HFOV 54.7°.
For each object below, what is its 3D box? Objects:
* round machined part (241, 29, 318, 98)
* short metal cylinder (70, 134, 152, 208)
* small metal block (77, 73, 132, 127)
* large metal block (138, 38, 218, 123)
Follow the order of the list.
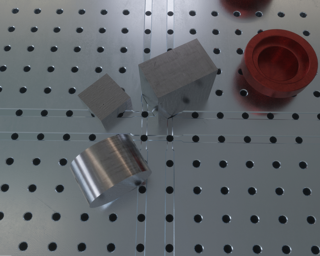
[{"bbox_3d":[0.163,-0.086,0.435,0.099,0.042,0.098,0,70,0],"label":"round machined part"},{"bbox_3d":[-0.057,0.051,0.363,0.080,0.080,0.050,-29,73,-10],"label":"short metal cylinder"},{"bbox_3d":[-0.075,-0.038,0.425,0.050,0.025,0.050,-41,75,-14],"label":"small metal block"},{"bbox_3d":[0.022,-0.059,0.404,0.080,0.080,0.050,-26,72,-9],"label":"large metal block"}]
